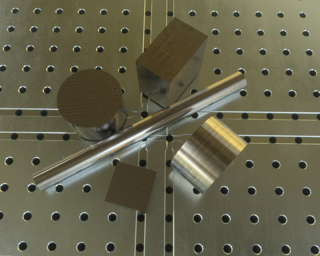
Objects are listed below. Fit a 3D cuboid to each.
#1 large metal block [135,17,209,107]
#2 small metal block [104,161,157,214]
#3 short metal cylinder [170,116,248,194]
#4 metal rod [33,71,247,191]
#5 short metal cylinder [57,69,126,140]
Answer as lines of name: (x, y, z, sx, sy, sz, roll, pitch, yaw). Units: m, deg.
large metal block: (0.015, -0.082, 0.409, 0.050, 0.080, 0.080, 35, 74, 11)
small metal block: (-0.034, 0.074, 0.381, 0.050, 0.025, 0.050, 14, 71, 5)
short metal cylinder: (0.058, 0.032, 0.368, 0.050, 0.080, 0.080, 42, 75, 13)
metal rod: (-0.018, 0.000, 0.408, 0.302, 0.025, 0.025, -27, 73, -10)
short metal cylinder: (-0.087, -0.029, 0.404, 0.081, 0.050, 0.080, 0, 70, 0)
